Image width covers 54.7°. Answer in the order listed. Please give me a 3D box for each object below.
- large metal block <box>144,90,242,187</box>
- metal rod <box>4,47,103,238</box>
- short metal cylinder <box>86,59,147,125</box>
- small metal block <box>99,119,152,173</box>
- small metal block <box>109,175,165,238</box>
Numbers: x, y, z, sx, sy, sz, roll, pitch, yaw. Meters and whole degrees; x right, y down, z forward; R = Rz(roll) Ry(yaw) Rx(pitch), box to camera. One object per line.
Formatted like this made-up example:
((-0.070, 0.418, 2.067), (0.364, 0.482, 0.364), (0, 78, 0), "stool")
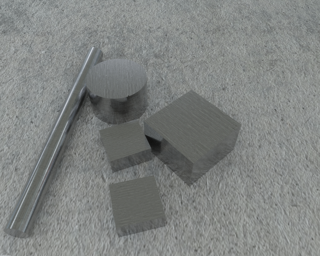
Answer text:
((0.038, 0.010, 0.379), (0.080, 0.050, 0.080), (-35, 59, -26), "large metal block")
((-0.124, -0.007, 0.407), (0.025, 0.025, 0.300), (6, 50, 5), "metal rod")
((-0.058, -0.051, 0.429), (0.081, 0.050, 0.080), (0, 50, 0), "short metal cylinder")
((-0.043, 0.021, 0.385), (0.050, 0.025, 0.050), (-17, 52, -14), "small metal block")
((-0.025, 0.083, 0.333), (0.050, 0.025, 0.050), (-11, 51, -9), "small metal block")
